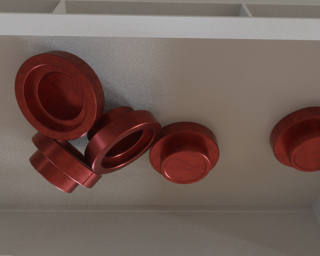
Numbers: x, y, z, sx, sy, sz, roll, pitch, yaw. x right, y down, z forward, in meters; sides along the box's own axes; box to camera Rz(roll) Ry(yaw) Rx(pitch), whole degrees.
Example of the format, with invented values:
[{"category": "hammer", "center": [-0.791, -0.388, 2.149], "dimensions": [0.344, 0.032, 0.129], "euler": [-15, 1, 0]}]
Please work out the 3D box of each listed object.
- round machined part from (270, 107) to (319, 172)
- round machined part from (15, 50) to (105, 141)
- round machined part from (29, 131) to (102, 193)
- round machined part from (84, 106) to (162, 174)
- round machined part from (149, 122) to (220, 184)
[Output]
[{"category": "round machined part", "center": [0.205, 0.022, 0.420], "dimensions": [0.099, 0.042, 0.097], "euler": [-1, 130, 0]}, {"category": "round machined part", "center": [-0.107, -0.038, 0.349], "dimensions": [0.098, 0.042, 0.097], "euler": [6, 114, 14]}, {"category": "round machined part", "center": [-0.124, 0.045, 0.394], "dimensions": [0.042, 0.098, 0.098], "euler": [-48, 122, -8]}, {"category": "round machined part", "center": [-0.050, 0.011, 0.385], "dimensions": [0.099, 0.042, 0.098], "euler": [-32, 158, -14]}, {"category": "round machined part", "center": [0.034, 0.042, 0.434], "dimensions": [0.099, 0.042, 0.097], "euler": [-1, 130, 0]}]
